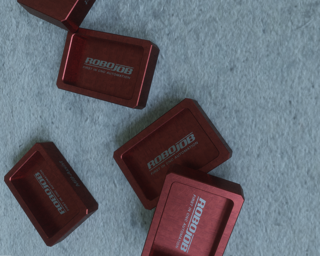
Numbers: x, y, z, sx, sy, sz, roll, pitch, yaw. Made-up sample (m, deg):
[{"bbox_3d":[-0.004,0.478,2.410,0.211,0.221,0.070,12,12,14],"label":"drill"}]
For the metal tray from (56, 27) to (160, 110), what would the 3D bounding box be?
[{"bbox_3d":[-0.074,-0.084,0.431,0.130,0.030,0.089,16,95,18],"label":"metal tray"}]

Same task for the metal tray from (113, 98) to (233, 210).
[{"bbox_3d":[0.014,0.034,0.400,0.130,0.030,0.090,-37,79,16],"label":"metal tray"}]

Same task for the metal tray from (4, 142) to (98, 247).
[{"bbox_3d":[-0.164,0.096,0.462,0.090,0.030,0.130,-43,77,14],"label":"metal tray"}]

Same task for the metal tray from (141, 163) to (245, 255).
[{"bbox_3d":[0.036,0.117,0.371,0.090,0.030,0.129,18,105,5],"label":"metal tray"}]

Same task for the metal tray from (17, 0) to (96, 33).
[{"bbox_3d":[-0.127,-0.208,0.432,0.090,0.030,0.130,28,84,17],"label":"metal tray"}]
